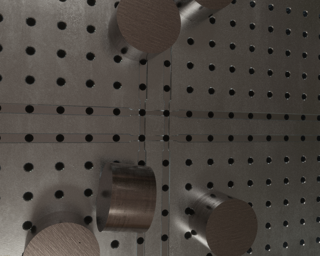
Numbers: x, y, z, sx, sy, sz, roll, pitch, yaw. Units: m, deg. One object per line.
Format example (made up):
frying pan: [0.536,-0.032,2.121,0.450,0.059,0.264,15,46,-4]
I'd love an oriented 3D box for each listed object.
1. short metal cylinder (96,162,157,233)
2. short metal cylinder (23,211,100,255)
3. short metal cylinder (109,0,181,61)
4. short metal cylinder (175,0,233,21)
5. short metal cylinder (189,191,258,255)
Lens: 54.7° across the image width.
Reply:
short metal cylinder: [-0.042,0.083,0.369,0.050,0.080,0.080,9,87,-20]
short metal cylinder: [-0.114,0.142,0.358,0.081,0.050,0.079,0,90,-21]
short metal cylinder: [-0.020,-0.129,0.392,0.081,0.050,0.079,0,90,-20]
short metal cylinder: [0.058,-0.193,0.422,0.081,0.050,0.079,0,90,-21]
short metal cylinder: [0.088,0.134,0.433,0.081,0.050,0.079,0,90,-21]
